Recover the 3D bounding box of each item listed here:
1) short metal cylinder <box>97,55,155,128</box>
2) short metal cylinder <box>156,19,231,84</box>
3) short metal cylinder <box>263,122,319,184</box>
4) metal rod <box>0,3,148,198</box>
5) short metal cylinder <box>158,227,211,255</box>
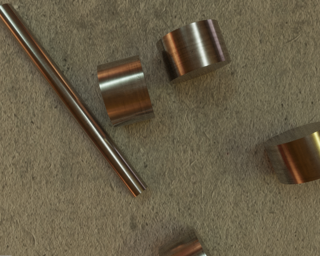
[{"bbox_3d":[-0.040,-0.045,0.382,0.050,0.080,0.080,-15,90,0],"label":"short metal cylinder"},{"bbox_3d":[0.041,-0.092,0.383,0.080,0.080,0.050,-19,90,0],"label":"short metal cylinder"},{"bbox_3d":[0.177,0.030,0.384,0.080,0.080,0.050,-23,90,0],"label":"short metal cylinder"},{"bbox_3d":[-0.116,-0.035,0.408,0.025,0.025,0.299,-37,90,0],"label":"metal rod"},{"bbox_3d":[0.040,0.172,0.383,0.050,0.080,0.080,-30,90,0],"label":"short metal cylinder"}]
